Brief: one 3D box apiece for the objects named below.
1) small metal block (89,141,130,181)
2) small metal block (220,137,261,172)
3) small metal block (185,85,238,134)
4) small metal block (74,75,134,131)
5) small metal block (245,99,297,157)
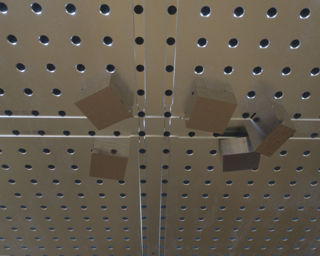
[{"bbox_3d":[-0.074,0.048,0.452,0.050,0.025,0.050,9,130,-8],"label":"small metal block"},{"bbox_3d":[0.113,0.037,0.438,0.050,0.025,0.050,-7,144,6],"label":"small metal block"},{"bbox_3d":[0.063,-0.022,0.394,0.050,0.025,0.050,10,129,-9],"label":"small metal block"},{"bbox_3d":[-0.069,-0.030,0.385,0.050,0.025,0.050,-23,127,18],"label":"small metal block"},{"bbox_3d":[0.140,0.000,0.398,0.025,0.050,0.050,20,127,-17],"label":"small metal block"}]
